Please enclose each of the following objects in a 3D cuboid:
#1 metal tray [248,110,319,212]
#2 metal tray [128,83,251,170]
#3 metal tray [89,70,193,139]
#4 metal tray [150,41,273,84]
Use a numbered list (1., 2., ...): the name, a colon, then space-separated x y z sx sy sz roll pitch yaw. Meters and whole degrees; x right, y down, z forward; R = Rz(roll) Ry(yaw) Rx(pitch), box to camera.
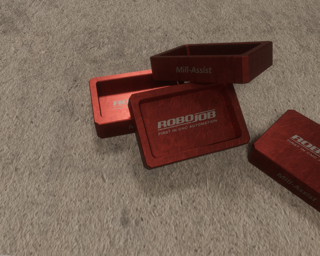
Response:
1. metal tray: 0.185 0.042 0.368 0.091 0.030 0.130 -37 60 -27
2. metal tray: 0.034 -0.008 0.380 0.131 0.030 0.090 -13 81 -12
3. metal tray: -0.028 -0.039 0.432 0.131 0.030 0.090 -10 51 -9
4. metal tray: 0.065 -0.085 0.394 0.130 0.030 0.091 9 28 35
